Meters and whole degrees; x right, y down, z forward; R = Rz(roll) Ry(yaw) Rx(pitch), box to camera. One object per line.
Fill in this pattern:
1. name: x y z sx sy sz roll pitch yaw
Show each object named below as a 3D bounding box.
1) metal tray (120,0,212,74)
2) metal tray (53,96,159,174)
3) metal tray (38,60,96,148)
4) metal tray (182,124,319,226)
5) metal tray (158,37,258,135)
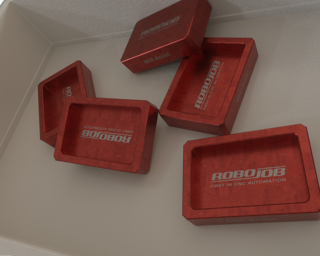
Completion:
1. metal tray: 0.007 -0.137 0.458 0.130 0.030 0.090 -8 54 41
2. metal tray: -0.072 0.007 0.409 0.130 0.030 0.090 5 82 23
3. metal tray: -0.151 -0.042 0.504 0.090 0.030 0.130 -27 52 10
4. metal tray: 0.090 0.051 0.323 0.130 0.030 0.090 -10 57 22
5. metal tray: 0.064 -0.059 0.403 0.090 0.030 0.130 11 67 32
